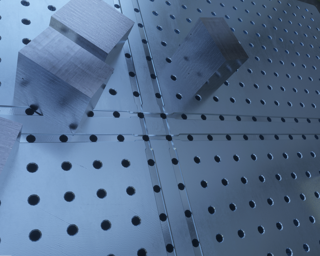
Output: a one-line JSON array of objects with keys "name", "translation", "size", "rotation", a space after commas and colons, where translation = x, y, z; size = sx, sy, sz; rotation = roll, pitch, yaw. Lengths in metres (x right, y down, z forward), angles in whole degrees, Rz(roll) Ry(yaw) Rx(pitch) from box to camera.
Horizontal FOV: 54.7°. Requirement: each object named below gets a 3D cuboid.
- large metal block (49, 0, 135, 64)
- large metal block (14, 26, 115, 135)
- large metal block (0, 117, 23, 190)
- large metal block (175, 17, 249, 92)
[{"name": "large metal block", "translation": [-0.094, -0.130, 0.422], "size": [0.080, 0.050, 0.080], "rotation": [33, 51, -7]}, {"name": "large metal block", "translation": [-0.109, -0.050, 0.345], "size": [0.080, 0.080, 0.050], "rotation": [33, 51, -7]}, {"name": "large metal block", "translation": [-0.181, 0.028, 0.278], "size": [0.081, 0.050, 0.080], "rotation": [20, 54, -17]}, {"name": "large metal block", "translation": [0.078, -0.114, 0.487], "size": [0.050, 0.080, 0.080], "rotation": [-14, 69, -34]}]
